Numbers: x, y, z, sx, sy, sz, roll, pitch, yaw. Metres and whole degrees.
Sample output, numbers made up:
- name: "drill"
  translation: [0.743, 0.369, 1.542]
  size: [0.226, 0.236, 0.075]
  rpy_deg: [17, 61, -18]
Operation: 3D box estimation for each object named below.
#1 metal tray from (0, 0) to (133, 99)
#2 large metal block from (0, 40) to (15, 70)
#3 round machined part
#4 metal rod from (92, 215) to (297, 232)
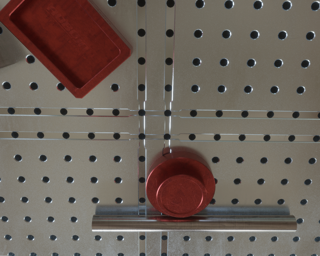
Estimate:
- name: "metal tray"
  translation: [-0.108, -0.111, 0.368]
  size: [0.090, 0.030, 0.130]
  rpy_deg: [-39, 106, 12]
- name: "large metal block"
  translation: [-0.238, -0.092, 0.363]
  size: [0.080, 0.050, 0.080]
  rpy_deg: [-23, 109, 8]
- name: "round machined part"
  translation: [0.029, 0.086, 0.437]
  size: [0.099, 0.042, 0.097]
  rpy_deg: [0, 110, -1]
- name: "metal rod"
  translation: [0.051, 0.144, 0.467]
  size: [0.302, 0.025, 0.025]
  rpy_deg: [0, 110, -1]
